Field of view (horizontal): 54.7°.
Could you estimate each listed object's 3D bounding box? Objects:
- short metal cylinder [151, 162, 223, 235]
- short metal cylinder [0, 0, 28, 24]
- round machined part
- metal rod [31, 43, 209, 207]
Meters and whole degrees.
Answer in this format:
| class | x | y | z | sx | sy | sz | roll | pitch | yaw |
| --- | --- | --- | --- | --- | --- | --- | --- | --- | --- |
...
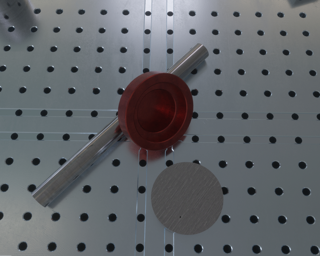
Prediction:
| class | x | y | z | sx | sy | sz | roll | pitch | yaw |
| --- | --- | --- | --- | --- | --- | --- | --- | --- | --- |
| short metal cylinder | 0.030 | 0.085 | 0.368 | 0.081 | 0.050 | 0.080 | 0 | 70 | 0 |
| short metal cylinder | -0.252 | -0.207 | 0.472 | 0.081 | 0.050 | 0.080 | 0 | 70 | 0 |
| round machined part | -0.009 | -0.023 | 0.393 | 0.098 | 0.098 | 0.042 | -44 | 35 | -14 |
| metal rod | -0.043 | -0.013 | 0.416 | 0.025 | 0.025 | 0.301 | 43 | 75 | 14 |
